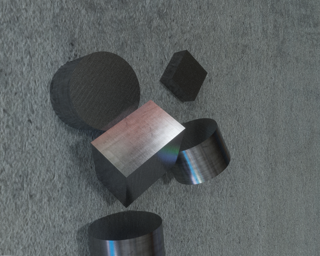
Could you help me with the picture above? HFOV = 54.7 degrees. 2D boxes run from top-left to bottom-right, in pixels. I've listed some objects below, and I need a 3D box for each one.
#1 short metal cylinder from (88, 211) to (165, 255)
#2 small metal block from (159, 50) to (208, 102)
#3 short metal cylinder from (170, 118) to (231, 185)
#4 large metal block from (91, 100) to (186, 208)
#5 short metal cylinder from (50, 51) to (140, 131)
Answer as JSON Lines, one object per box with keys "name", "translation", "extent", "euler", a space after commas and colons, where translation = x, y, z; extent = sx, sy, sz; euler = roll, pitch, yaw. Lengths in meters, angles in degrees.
{"name": "short metal cylinder", "translation": [-0.036, 0.129, 0.340], "extent": [0.081, 0.080, 0.050], "euler": [-9, 96, -40]}
{"name": "small metal block", "translation": [0.034, -0.072, 0.433], "extent": [0.050, 0.025, 0.050], "euler": [40, 66, -33]}
{"name": "short metal cylinder", "translation": [0.046, 0.029, 0.407], "extent": [0.080, 0.080, 0.050], "euler": [-40, 115, -33]}
{"name": "large metal block", "translation": [-0.024, 0.029, 0.337], "extent": [0.080, 0.050, 0.080], "euler": [-39, 158, -27]}
{"name": "short metal cylinder", "translation": [-0.069, -0.037, 0.331], "extent": [0.081, 0.050, 0.079], "euler": [0, 90, -40]}
